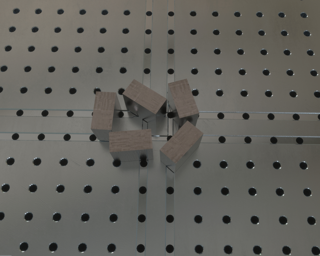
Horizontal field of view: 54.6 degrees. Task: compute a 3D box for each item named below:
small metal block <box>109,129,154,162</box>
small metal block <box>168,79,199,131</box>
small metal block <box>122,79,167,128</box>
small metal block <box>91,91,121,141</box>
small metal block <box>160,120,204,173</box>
[{"bbox_3d":[-0.035,0.023,0.390,0.050,0.050,0.025,-5,70,-2],"label":"small metal block"},{"bbox_3d":[0.029,-0.029,0.409,0.025,0.050,0.050,-15,70,-5],"label":"small metal block"},{"bbox_3d":[-0.019,-0.031,0.410,0.050,0.050,0.025,32,74,10],"label":"small metal block"},{"bbox_3d":[-0.069,-0.014,0.403,0.025,0.050,0.050,3,71,1],"label":"small metal block"},{"bbox_3d":[0.026,0.025,0.389,0.025,0.050,0.050,40,75,14],"label":"small metal block"}]
